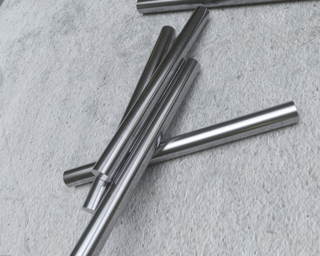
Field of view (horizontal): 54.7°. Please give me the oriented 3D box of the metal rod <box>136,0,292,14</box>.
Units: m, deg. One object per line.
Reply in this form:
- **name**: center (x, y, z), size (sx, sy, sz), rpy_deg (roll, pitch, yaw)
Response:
- **metal rod**: center (0.092, -0.201, 0.478), size (0.300, 0.025, 0.025), rpy_deg (8, 66, 31)

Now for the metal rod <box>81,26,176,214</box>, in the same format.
- **metal rod**: center (-0.030, -0.030, 0.415), size (0.025, 0.025, 0.300), rpy_deg (1, 55, 29)

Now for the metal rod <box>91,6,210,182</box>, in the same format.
- **metal rod**: center (0.001, -0.063, 0.407), size (0.025, 0.025, 0.300), rpy_deg (9, 55, 32)

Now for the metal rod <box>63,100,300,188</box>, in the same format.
- **metal rod**: center (0.011, 0.026, 0.382), size (0.301, 0.025, 0.025), rpy_deg (-18, 55, 17)

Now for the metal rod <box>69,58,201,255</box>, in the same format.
- **metal rod**: center (-0.019, 0.025, 0.361), size (0.025, 0.025, 0.300), rpy_deg (9, 55, 32)
